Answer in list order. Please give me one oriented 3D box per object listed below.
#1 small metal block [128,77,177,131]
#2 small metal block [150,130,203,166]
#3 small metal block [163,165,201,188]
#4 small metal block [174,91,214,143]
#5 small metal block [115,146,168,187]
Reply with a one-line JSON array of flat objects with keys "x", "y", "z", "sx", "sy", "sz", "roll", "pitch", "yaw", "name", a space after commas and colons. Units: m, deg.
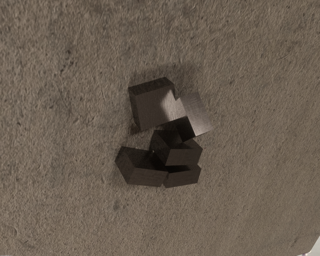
[{"x": -0.008, "y": -0.030, "z": 0.385, "sx": 0.050, "sy": 0.025, "sz": 0.050, "roll": -19, "pitch": 126, "yaw": -17, "name": "small metal block"}, {"x": 0.021, "y": 0.026, "z": 0.420, "sx": 0.050, "sy": 0.050, "sz": 0.025, "roll": 2, "pitch": 118, "yaw": -30, "name": "small metal block"}, {"x": 0.022, "y": 0.057, "z": 0.440, "sx": 0.050, "sy": 0.050, "sz": 0.025, "roll": -4, "pitch": 120, "yaw": -27, "name": "small metal block"}, {"x": 0.038, "y": -0.013, "z": 0.392, "sx": 0.025, "sy": 0.050, "sz": 0.050, "roll": -20, "pitch": 84, "yaw": -17, "name": "small metal block"}, {"x": -0.025, "y": 0.051, "z": 0.410, "sx": 0.050, "sy": 0.050, "sz": 0.025, "roll": 13, "pitch": 112, "yaw": -34, "name": "small metal block"}]
